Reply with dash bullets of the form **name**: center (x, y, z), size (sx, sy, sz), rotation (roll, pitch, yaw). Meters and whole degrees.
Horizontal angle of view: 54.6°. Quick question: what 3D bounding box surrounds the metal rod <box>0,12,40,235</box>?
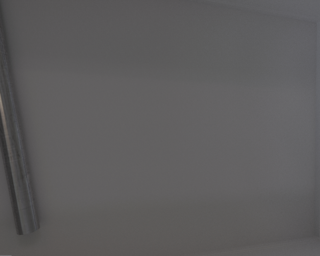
- **metal rod**: center (-0.174, -0.030, 0.346), size (0.025, 0.025, 0.298), rotation (-10, 94, -20)
